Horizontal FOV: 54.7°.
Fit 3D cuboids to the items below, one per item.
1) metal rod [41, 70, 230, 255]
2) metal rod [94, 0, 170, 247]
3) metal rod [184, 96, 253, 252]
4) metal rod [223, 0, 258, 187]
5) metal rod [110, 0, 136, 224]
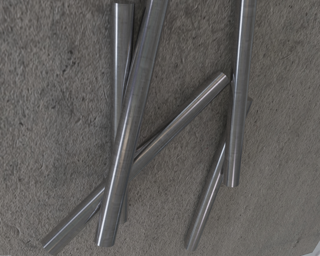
[{"bbox_3d":[-0.023,0.037,0.386,0.301,0.025,0.025,-44,130,-9],"label":"metal rod"},{"bbox_3d":[-0.031,-0.010,0.338,0.025,0.025,0.298,7,101,-32],"label":"metal rod"},{"bbox_3d":[0.089,0.087,0.508,0.025,0.025,0.298,0,119,-28],"label":"metal rod"},{"bbox_3d":[0.105,-0.050,0.413,0.025,0.025,0.298,-13,118,-21],"label":"metal rod"},{"bbox_3d":[-0.048,0.004,0.382,0.025,0.025,0.298,-9,123,-24],"label":"metal rod"}]
